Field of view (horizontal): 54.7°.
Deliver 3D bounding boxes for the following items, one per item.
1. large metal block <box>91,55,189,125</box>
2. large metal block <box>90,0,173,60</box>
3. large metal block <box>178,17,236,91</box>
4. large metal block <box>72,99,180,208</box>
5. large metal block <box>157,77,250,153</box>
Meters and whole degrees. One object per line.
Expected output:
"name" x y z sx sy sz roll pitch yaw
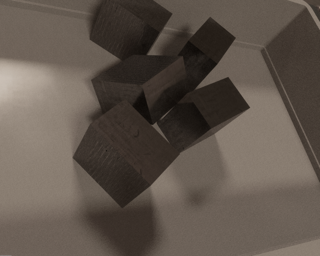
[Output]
"large metal block" -0.022 -0.051 0.383 0.080 0.080 0.050 -43 131 -39
"large metal block" -0.042 -0.142 0.436 0.080 0.080 0.050 32 52 -8
"large metal block" 0.059 -0.108 0.470 0.050 0.080 0.080 39 51 -3
"large metal block" -0.039 0.030 0.332 0.080 0.080 0.050 45 51 3
"large metal block" 0.057 -0.016 0.411 0.081 0.080 0.050 -25 78 -37
